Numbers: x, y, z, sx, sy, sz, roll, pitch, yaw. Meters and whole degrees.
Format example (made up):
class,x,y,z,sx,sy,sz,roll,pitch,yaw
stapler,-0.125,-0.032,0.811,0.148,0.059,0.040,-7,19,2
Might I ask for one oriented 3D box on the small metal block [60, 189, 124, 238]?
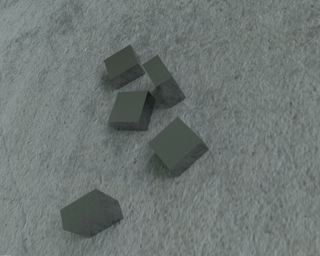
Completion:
class,x,y,z,sx,sy,sz,roll,pitch,yaw
small metal block,-0.079,0.102,0.365,0.050,0.050,0.025,-32,52,7

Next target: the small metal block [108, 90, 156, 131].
class,x,y,z,sx,sy,sz,roll,pitch,yaw
small metal block,-0.039,-0.024,0.438,0.050,0.025,0.050,1,62,28

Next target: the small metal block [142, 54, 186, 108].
class,x,y,z,sx,sy,sz,roll,pitch,yaw
small metal block,0.006,-0.063,0.422,0.025,0.050,0.050,-33,52,6

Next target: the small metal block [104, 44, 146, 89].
class,x,y,z,sx,sy,sz,roll,pitch,yaw
small metal block,-0.056,-0.097,0.491,0.050,0.025,0.050,-29,52,9

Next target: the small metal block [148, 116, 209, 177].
class,x,y,z,sx,sy,sz,roll,pitch,yaw
small metal block,0.022,0.022,0.378,0.050,0.025,0.050,-42,51,-1
